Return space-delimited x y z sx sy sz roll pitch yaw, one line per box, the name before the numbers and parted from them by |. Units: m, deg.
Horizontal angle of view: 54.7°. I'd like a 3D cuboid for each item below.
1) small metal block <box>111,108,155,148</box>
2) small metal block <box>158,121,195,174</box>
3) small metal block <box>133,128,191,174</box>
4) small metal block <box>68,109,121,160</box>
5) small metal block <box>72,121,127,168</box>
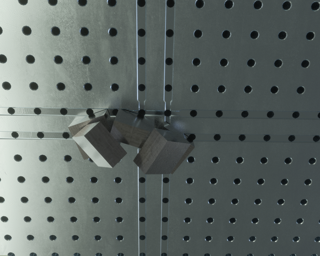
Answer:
small metal block | -0.035 0.001 0.400 0.050 0.050 0.025 18 109 -7
small metal block | 0.011 0.027 0.424 0.050 0.025 0.050 34 106 -12
small metal block | 0.003 0.030 0.383 0.050 0.025 0.050 11 118 -52
small metal block | -0.086 0.009 0.416 0.050 0.025 0.050 -18 109 6
small metal block | -0.074 0.021 0.377 0.025 0.050 0.050 -46 108 -25
